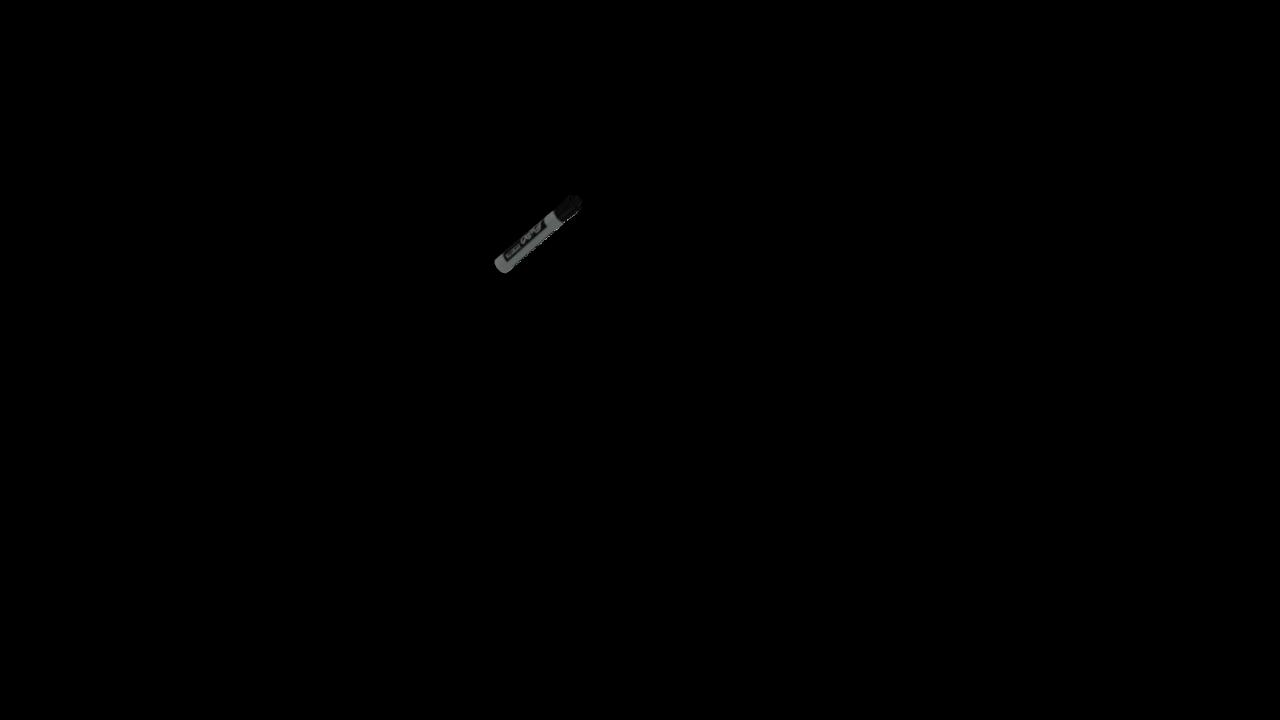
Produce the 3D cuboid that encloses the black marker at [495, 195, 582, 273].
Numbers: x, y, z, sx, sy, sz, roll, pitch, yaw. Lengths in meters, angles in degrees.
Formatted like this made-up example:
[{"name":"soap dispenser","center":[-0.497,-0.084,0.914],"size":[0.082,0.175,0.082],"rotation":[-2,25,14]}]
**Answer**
[{"name":"black marker","center":[-0.104,-0.128,0.628],"size":[0.121,0.020,0.020],"rotation":[-32,-17,29]}]
